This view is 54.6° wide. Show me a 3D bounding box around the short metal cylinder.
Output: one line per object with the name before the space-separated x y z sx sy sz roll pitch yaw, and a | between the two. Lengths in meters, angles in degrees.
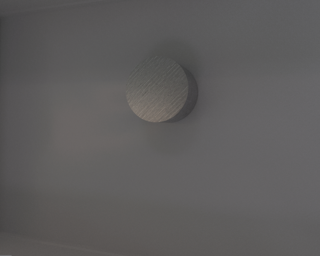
short metal cylinder | 0.004 -0.047 0.396 0.080 0.050 0.080 0 90 20
